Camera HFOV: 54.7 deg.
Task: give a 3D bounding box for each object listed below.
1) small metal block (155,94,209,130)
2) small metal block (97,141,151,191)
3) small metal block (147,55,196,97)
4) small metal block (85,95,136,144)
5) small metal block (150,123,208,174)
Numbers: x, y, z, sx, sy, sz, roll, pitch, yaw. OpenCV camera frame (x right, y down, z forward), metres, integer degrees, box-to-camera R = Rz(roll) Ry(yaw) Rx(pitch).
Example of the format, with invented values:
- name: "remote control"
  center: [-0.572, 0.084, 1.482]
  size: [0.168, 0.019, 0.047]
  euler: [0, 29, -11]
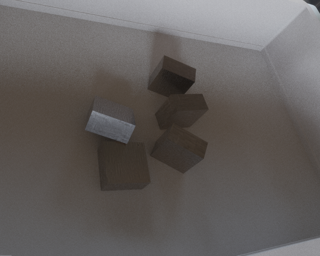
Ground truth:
- name: "small metal block"
  center: [0.029, -0.022, 0.420]
  size: [0.050, 0.050, 0.025]
  euler: [-5, 65, -31]
- name: "small metal block"
  center: [-0.042, 0.044, 0.357]
  size: [0.050, 0.025, 0.050]
  euler: [3, 60, -27]
- name: "small metal block"
  center: [0.016, -0.070, 0.443]
  size: [0.050, 0.050, 0.025]
  euler: [20, 54, -17]
- name: "small metal block"
  center: [-0.058, -0.011, 0.367]
  size: [0.050, 0.025, 0.050]
  euler: [20, 21, -17]
- name: "small metal block"
  center: [0.023, 0.027, 0.387]
  size: [0.050, 0.050, 0.025]
  euler: [29, 52, -10]
